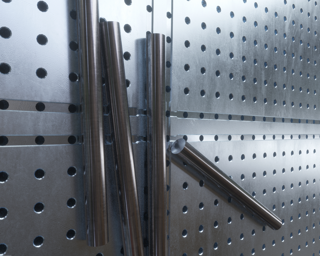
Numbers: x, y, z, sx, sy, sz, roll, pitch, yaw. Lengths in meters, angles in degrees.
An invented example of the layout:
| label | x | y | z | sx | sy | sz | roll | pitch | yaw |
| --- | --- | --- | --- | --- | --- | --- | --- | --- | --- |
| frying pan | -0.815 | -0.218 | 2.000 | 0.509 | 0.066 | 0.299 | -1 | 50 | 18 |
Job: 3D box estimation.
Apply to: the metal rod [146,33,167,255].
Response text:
| label | x | y | z | sx | sy | sz | roll | pitch | yaw |
| --- | --- | --- | --- | --- | --- | --- | --- | --- | --- |
| metal rod | -0.004 | 0.030 | 0.404 | 0.025 | 0.025 | 0.298 | -1 | 91 | -40 |

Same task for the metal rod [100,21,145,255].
| label | x | y | z | sx | sy | sz | roll | pitch | yaw |
| --- | --- | --- | --- | --- | --- | --- | --- | --- | --- |
| metal rod | -0.044 | 0.028 | 0.370 | 0.025 | 0.025 | 0.298 | -10 | 96 | -40 |

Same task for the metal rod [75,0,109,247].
| label | x | y | z | sx | sy | sz | roll | pitch | yaw |
| --- | --- | --- | --- | --- | --- | --- | --- | --- | --- |
| metal rod | -0.076 | -0.020 | 0.344 | 0.025 | 0.025 | 0.298 | -4 | 92 | -40 |

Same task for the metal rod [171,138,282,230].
| label | x | y | z | sx | sy | sz | roll | pitch | yaw |
| --- | --- | --- | --- | --- | --- | --- | --- | --- | --- |
| metal rod | 0.123 | 0.104 | 0.510 | 0.301 | 0.025 | 0.025 | 39 | 66 | -33 |
